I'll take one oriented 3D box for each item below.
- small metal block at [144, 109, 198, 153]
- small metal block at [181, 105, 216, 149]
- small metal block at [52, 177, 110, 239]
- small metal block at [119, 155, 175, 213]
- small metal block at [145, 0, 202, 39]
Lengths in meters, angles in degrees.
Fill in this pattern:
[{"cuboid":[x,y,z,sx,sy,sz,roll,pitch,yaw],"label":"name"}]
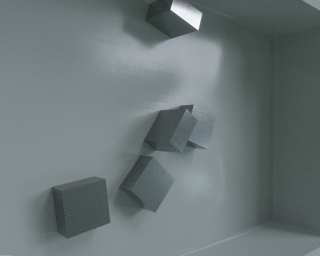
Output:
[{"cuboid":[0.014,0.003,0.402,0.025,0.050,0.050,43,64,-32],"label":"small metal block"},{"cuboid":[0.050,-0.001,0.449,0.050,0.025,0.050,25,74,-37],"label":"small metal block"},{"cuboid":[-0.085,0.084,0.336,0.050,0.025,0.050,-9,96,-40],"label":"small metal block"},{"cuboid":[-0.015,0.071,0.394,0.050,0.025,0.050,50,61,-29],"label":"small metal block"},{"cuboid":[0.018,-0.145,0.405,0.050,0.050,0.025,22,76,-38],"label":"small metal block"}]
